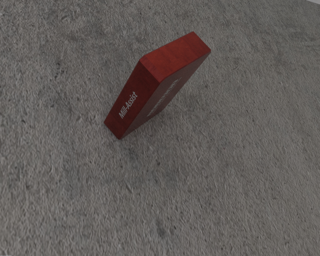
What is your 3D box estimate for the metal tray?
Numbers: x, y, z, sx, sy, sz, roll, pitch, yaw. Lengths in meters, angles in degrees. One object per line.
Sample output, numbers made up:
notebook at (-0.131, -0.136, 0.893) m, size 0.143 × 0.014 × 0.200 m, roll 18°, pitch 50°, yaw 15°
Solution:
metal tray at (-0.006, -0.045, 0.360) m, size 0.030 × 0.129 × 0.091 m, roll 49°, pitch 51°, yaw 6°
